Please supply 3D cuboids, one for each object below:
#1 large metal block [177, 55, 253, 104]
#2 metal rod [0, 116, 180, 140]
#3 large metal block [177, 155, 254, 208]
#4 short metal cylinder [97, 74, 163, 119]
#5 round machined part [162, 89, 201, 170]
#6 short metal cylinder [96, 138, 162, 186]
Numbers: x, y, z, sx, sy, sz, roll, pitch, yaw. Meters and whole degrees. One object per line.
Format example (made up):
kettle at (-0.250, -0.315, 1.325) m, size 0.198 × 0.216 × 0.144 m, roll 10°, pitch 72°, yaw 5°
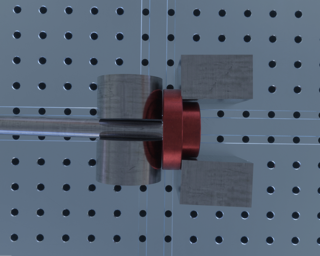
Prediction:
large metal block at (0.064, -0.058, 0.387) m, size 0.081 × 0.080 × 0.050 m, roll 0°, pitch 90°, yaw 0°
metal rod at (-0.120, -0.001, 0.401) m, size 0.302 × 0.025 × 0.025 m, roll 2°, pitch 90°, yaw 4°
large metal block at (0.064, 0.062, 0.387) m, size 0.080 × 0.080 × 0.050 m, roll 3°, pitch 90°, yaw 0°
short metal cylinder at (-0.037, -0.036, 0.385) m, size 0.081 × 0.080 × 0.050 m, roll 1°, pitch 91°, yaw 0°
round machined part at (0.025, 0.002, 0.376) m, size 0.042 × 0.098 × 0.097 m, roll 1°, pitch 90°, yaw 0°
short metal cylinder at (-0.038, 0.039, 0.385) m, size 0.081 × 0.080 × 0.050 m, roll 1°, pitch 91°, yaw 0°
